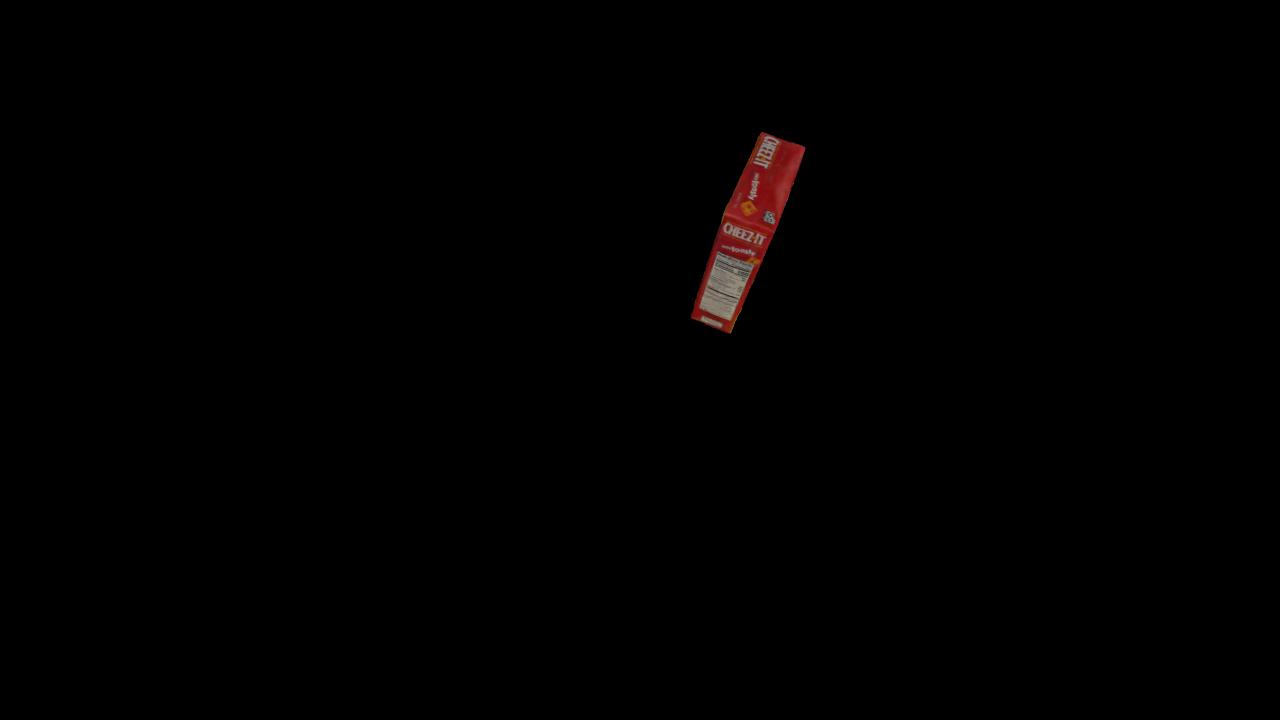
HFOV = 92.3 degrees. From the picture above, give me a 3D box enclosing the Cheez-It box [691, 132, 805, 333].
[{"bbox_3d":[0.142,-0.166,0.841,0.071,0.166,0.223,21,-30,4],"label":"Cheez-It box"}]
